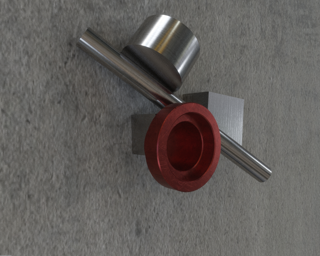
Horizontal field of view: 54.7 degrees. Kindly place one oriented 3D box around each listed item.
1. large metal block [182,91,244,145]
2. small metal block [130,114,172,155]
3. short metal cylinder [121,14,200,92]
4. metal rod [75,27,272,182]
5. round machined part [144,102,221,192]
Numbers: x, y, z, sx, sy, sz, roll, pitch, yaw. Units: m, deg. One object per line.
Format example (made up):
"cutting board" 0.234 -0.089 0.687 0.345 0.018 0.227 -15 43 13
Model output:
"large metal block" 0.077 -0.007 0.458 0.081 0.050 0.080 6 86 -40
"small metal block" -0.011 0.008 0.383 0.025 0.050 0.050 -3 92 -40
"short metal cylinder" 0.001 -0.087 0.373 0.080 0.080 0.050 45 63 -31
"metal rod" 0.031 -0.017 0.386 0.301 0.025 0.025 36 67 -19
"round machined part" 0.021 0.020 0.351 0.099 0.042 0.097 -2 93 -40
